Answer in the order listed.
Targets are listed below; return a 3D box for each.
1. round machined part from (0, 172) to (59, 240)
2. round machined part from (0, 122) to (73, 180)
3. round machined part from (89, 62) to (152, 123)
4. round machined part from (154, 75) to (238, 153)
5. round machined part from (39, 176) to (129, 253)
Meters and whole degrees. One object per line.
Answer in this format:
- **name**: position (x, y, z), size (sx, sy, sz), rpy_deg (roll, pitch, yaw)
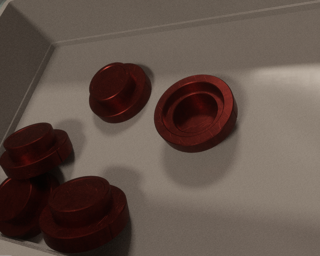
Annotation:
- **round machined part**: position (-0.192, 0.101, 0.431), size (0.098, 0.042, 0.098), rpy_deg (-13, 56, 20)
- **round machined part**: position (-0.181, 0.026, 0.443), size (0.098, 0.042, 0.098), rpy_deg (-12, 28, 7)
- **round machined part**: position (-0.066, -0.059, 0.464), size (0.098, 0.042, 0.098), rpy_deg (-13, 56, 20)
- **round machined part**: position (0.046, -0.014, 0.378), size (0.098, 0.042, 0.098), rpy_deg (-13, 56, 20)
- **round machined part**: position (-0.087, 0.090, 0.351), size (0.099, 0.042, 0.098), rpy_deg (-7, 22, 3)
